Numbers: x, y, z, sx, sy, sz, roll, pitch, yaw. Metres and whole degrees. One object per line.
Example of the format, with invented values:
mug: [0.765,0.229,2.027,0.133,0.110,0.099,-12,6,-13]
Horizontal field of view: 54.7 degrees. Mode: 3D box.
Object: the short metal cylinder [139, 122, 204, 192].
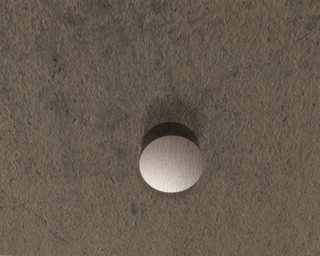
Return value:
short metal cylinder: [0.014,0.038,0.411,0.081,0.050,0.079,0,110,-1]
